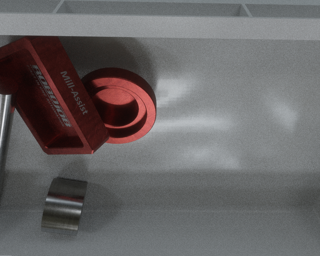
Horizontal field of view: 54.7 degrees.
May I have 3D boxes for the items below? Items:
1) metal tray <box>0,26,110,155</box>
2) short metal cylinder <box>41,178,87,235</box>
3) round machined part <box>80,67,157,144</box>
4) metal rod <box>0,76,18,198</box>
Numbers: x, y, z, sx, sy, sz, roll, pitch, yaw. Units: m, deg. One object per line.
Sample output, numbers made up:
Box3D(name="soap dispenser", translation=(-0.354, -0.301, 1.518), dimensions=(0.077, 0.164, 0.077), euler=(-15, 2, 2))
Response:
Box3D(name="metal tray", translation=(-0.120, -0.032, 0.333), dimensions=(0.090, 0.030, 0.129), euler=(-5, 120, 37))
Box3D(name="short metal cylinder", translation=(-0.144, 0.120, 0.473), dimensions=(0.050, 0.080, 0.079), euler=(11, 129, -10))
Box3D(name="round machined part", translation=(-0.053, -0.030, 0.371), dimensions=(0.099, 0.042, 0.097), euler=(-1, 130, 0))
Box3D(name="metal rod", translation=(-0.220, 0.044, 0.413), dimensions=(0.025, 0.025, 0.298), euler=(20, 136, -17))
